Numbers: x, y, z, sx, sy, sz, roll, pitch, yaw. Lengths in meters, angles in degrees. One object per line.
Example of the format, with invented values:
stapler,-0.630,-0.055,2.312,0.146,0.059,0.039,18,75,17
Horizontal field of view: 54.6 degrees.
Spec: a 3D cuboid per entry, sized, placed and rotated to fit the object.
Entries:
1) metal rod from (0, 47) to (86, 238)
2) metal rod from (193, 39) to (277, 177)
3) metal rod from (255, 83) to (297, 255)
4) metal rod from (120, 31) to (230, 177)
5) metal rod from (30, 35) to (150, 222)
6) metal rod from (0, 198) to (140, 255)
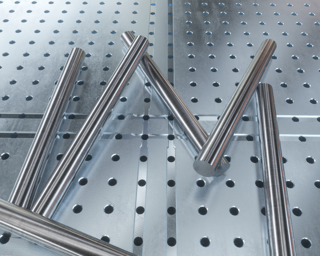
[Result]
metal rod,-0.145,-0.007,0.413,0.025,0.025,0.300,3,50,2
metal rod,0.116,-0.048,0.429,0.025,0.025,0.301,22,47,17
metal rod,0.132,0.057,0.360,0.025,0.025,0.300,6,50,5
metal rod,0.008,-0.054,0.453,0.025,0.025,0.300,-20,53,-16
metal rod,-0.079,-0.018,0.405,0.025,0.025,0.300,15,57,12
metal rod,-0.106,0.101,0.297,0.301,0.025,0.025,20,53,6
